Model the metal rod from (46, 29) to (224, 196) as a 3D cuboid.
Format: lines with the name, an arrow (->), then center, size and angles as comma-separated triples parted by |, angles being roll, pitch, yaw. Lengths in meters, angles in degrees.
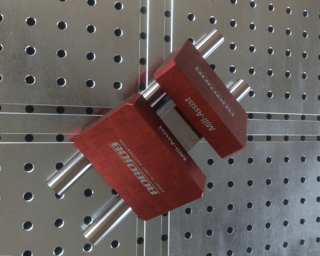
metal rod -> -0.022, -0.029, 0.406 | 0.301, 0.025, 0.025 | -44, 104, -15

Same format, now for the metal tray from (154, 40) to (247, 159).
metal tray -> 0.055, -0.037, 0.376 | 0.130, 0.030, 0.090 | 49, 31, -14

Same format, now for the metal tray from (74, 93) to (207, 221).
metal tray -> -0.021, 0.037, 0.348 | 0.090, 0.030, 0.130 | -31, 105, 27

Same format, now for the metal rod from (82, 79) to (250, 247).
metal rod -> 0.018, 0.037, 0.421 | 0.301, 0.025, 0.025 | -44, 104, -15

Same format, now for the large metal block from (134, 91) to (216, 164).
large metal block -> 0.014, -0.002, 0.389 | 0.080, 0.080, 0.050 | -44, 104, -15
